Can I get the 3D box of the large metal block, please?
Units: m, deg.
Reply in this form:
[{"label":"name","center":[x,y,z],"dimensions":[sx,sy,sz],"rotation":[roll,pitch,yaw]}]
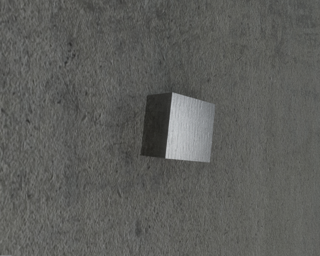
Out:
[{"label":"large metal block","center":[0.025,0.002,0.413],"dimensions":[0.081,0.050,0.080],"rotation":[10,84,-40]}]
